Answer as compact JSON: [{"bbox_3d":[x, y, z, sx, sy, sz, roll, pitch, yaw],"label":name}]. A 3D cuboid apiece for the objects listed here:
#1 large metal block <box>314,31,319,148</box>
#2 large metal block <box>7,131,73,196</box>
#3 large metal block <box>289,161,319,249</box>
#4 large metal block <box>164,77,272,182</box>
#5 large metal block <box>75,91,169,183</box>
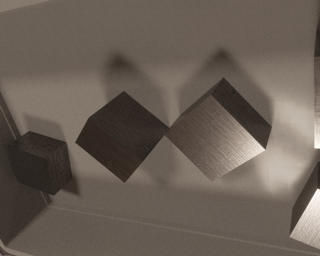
[{"bbox_3d":[0.161,-0.037,0.266,0.050,0.080,0.080,0,119,28],"label":"large metal block"},{"bbox_3d":[-0.205,0.060,0.535,0.080,0.050,0.079,14,124,20],"label":"large metal block"},{"bbox_3d":[0.202,0.095,0.345,0.080,0.050,0.079,20,126,16],"label":"large metal block"},{"bbox_3d":[0.067,0.003,0.359,0.080,0.050,0.080,45,129,-4],"label":"large metal block"},{"bbox_3d":[-0.046,0.009,0.402,0.080,0.080,0.050,39,129,1],"label":"large metal block"}]
